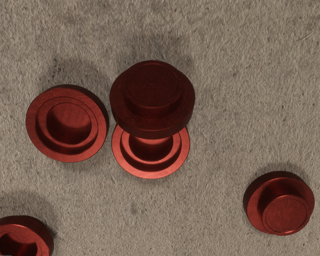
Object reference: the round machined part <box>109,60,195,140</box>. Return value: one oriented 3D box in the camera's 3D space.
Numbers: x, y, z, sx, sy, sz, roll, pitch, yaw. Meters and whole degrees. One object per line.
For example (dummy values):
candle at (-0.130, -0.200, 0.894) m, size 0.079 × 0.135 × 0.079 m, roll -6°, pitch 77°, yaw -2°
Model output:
round machined part at (-0.009, -0.039, 0.355) m, size 0.099 × 0.098 × 0.042 m, roll 1°, pitch 149°, yaw -1°

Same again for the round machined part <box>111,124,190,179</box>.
round machined part at (-0.011, 0.014, 0.406) m, size 0.099 × 0.042 × 0.097 m, roll 0°, pitch 110°, yaw -1°

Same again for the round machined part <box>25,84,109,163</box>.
round machined part at (-0.114, -0.009, 0.396) m, size 0.099 × 0.042 × 0.097 m, roll 0°, pitch 110°, yaw -1°

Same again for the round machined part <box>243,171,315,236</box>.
round machined part at (0.174, 0.114, 0.446) m, size 0.099 × 0.042 × 0.097 m, roll 0°, pitch 110°, yaw -1°

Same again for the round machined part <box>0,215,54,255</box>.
round machined part at (-0.207, 0.170, 0.461) m, size 0.099 × 0.042 × 0.097 m, roll 0°, pitch 110°, yaw -1°
